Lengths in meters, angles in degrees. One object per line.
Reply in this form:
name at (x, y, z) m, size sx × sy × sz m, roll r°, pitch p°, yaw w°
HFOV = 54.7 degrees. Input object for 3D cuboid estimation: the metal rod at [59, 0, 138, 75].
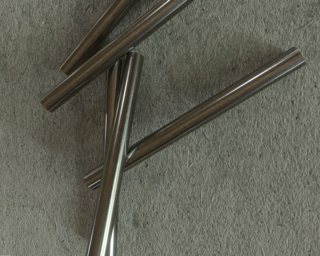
metal rod at (-0.036, -0.187, 0.421) m, size 0.299 × 0.025 × 0.025 m, roll -45°, pitch 76°, yaw 14°

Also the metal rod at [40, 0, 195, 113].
metal rod at (-0.034, -0.119, 0.399) m, size 0.300 × 0.025 × 0.025 m, roll -36°, pitch 78°, yaw 8°

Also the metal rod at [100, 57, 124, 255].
metal rod at (-0.067, 0.033, 0.432) m, size 0.025 × 0.025 × 0.298 m, roll 3°, pitch 91°, yaw 20°

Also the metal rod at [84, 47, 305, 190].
metal rod at (0.033, -0.005, 0.382) m, size 0.300 × 0.025 × 0.025 m, roll -31°, pitch 80°, yaw 11°

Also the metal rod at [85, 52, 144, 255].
metal rod at (-0.055, 0.046, 0.374) m, size 0.025 × 0.025 × 0.299 m, roll 3°, pitch 73°, yaw 20°
